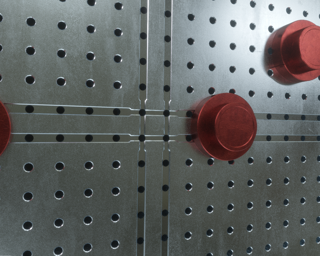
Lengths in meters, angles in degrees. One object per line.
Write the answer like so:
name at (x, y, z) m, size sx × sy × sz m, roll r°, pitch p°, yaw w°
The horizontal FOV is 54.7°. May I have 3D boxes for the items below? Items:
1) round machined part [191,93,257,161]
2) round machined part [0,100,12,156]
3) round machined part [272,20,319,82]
round machined part at (0.098, -0.002, 0.441) m, size 0.099 × 0.042 × 0.097 m, roll 0°, pitch 90°, yaw -21°
round machined part at (-0.212, 0.000, 0.325) m, size 0.099 × 0.042 × 0.097 m, roll 0°, pitch 90°, yaw -21°
round machined part at (0.231, -0.123, 0.491) m, size 0.099 × 0.042 × 0.097 m, roll 0°, pitch 90°, yaw -21°
